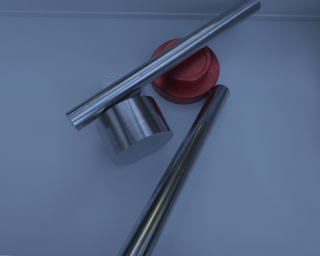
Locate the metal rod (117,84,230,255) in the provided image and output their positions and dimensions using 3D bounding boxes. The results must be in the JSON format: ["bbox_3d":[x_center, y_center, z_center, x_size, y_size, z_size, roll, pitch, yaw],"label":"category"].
[{"bbox_3d":[0.023,0.041,0.329,0.025,0.025,0.301,26,47,9],"label":"metal rod"}]

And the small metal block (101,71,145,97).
[{"bbox_3d":[-0.048,-0.049,0.414,0.050,0.050,0.025,8,70,3],"label":"small metal block"}]

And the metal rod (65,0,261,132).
[{"bbox_3d":[0.016,-0.091,0.394,0.301,0.025,0.025,-36,74,-17],"label":"metal rod"}]

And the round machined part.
[{"bbox_3d":[0.034,-0.086,0.432,0.099,0.042,0.098,0,70,-1],"label":"round machined part"}]

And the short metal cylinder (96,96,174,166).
[{"bbox_3d":[-0.031,0.004,0.379,0.080,0.080,0.050,-26,72,-9],"label":"short metal cylinder"}]
